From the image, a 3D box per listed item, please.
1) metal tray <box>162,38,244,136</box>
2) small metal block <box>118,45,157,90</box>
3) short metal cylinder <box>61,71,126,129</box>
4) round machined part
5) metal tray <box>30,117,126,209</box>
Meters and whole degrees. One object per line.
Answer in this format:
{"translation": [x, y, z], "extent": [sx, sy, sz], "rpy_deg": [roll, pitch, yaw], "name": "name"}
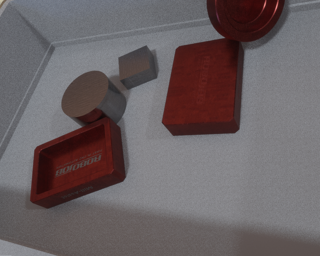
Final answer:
{"translation": [0.059, -0.055, 0.405], "extent": [0.090, 0.030, 0.130], "rpy_deg": [-3, 60, 26], "name": "metal tray"}
{"translation": [-0.035, -0.094, 0.480], "extent": [0.050, 0.025, 0.050], "rpy_deg": [-20, 54, 16], "name": "small metal block"}
{"translation": [-0.098, -0.038, 0.463], "extent": [0.080, 0.050, 0.080], "rpy_deg": [-13, 56, 20], "name": "short metal cylinder"}
{"translation": [0.100, -0.157, 0.378], "extent": [0.098, 0.098, 0.042], "rpy_deg": [-43, 31, -2], "name": "round machined part"}
{"translation": [-0.115, 0.048, 0.431], "extent": [0.130, 0.030, 0.090], "rpy_deg": [-22, 54, 14], "name": "metal tray"}
